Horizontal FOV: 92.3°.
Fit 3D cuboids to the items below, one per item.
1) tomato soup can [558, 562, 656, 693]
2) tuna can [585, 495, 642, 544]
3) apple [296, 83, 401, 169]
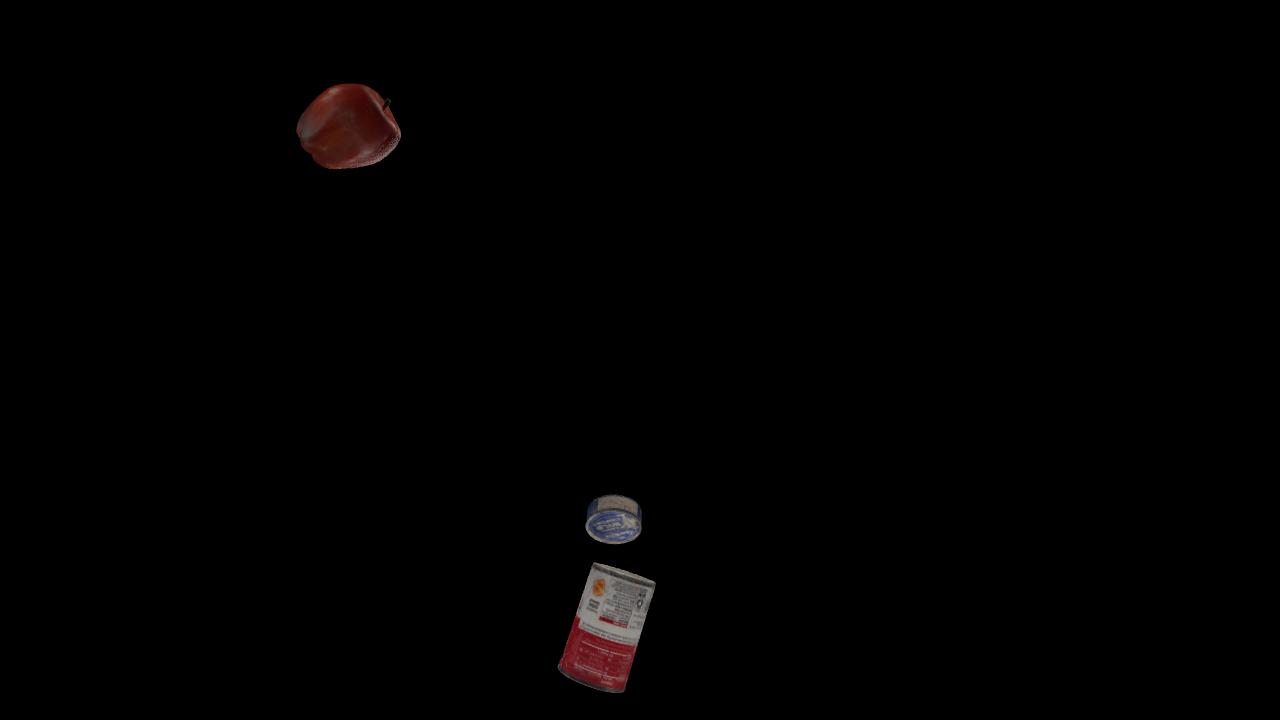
[{"bbox_3d":[-0.031,0.255,0.593,0.068,0.101,0.068,17,-15,5],"label":"tomato soup can"},{"bbox_3d":[-0.039,0.241,0.930,0.084,0.084,0.034,0,40,2],"label":"tuna can"},{"bbox_3d":[-0.282,-0.227,0.601,0.093,0.079,0.079,-33,3,-5],"label":"apple"}]
